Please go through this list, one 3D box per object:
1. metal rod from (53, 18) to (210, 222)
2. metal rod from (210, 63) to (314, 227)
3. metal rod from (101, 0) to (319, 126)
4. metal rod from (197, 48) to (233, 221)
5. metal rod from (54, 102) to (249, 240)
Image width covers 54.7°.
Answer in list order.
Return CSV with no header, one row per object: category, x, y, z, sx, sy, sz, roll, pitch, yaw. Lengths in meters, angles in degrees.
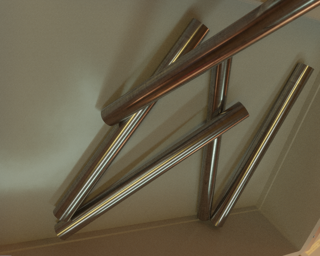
metal rod,-0.041,-0.003,0.385,0.025,0.025,0.299,30,102,-38
metal rod,0.162,0.036,0.510,0.025,0.025,0.298,16,106,-35
metal rod,0.049,-0.070,0.287,0.299,0.025,0.025,-27,139,35
metal rod,0.079,0.029,0.471,0.025,0.025,0.298,-13,124,-22
metal rod,-0.012,0.058,0.421,0.301,0.025,0.025,-34,130,1
